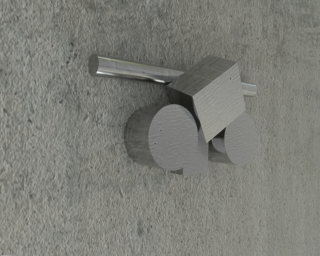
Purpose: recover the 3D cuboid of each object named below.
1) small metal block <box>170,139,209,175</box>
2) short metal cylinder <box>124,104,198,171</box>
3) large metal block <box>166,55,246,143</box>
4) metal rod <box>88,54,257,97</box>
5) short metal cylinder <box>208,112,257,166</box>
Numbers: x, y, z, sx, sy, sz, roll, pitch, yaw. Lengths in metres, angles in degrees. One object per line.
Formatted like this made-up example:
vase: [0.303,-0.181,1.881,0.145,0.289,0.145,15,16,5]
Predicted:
small metal block: [0.043,0.039,0.443,0.050,0.025,0.050,2,89,-40]
short metal cylinder: [0.002,0.011,0.391,0.081,0.050,0.079,0,90,-40]
large metal block: [0.066,-0.040,0.422,0.080,0.050,0.080,-38,131,-19]
metal rod: [0.042,-0.068,0.441,0.302,0.025,0.025,1,90,-40]
short metal cylinder: [0.105,0.016,0.478,0.081,0.050,0.079,0,90,-40]
